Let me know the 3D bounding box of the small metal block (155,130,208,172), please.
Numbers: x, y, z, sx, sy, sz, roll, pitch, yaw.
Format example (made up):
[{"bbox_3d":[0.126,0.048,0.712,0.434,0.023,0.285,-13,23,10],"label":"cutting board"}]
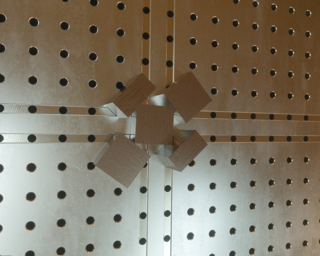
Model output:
[{"bbox_3d":[0.027,0.028,0.409,0.050,0.050,0.025,-44,104,-15],"label":"small metal block"}]

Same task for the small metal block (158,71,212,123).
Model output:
[{"bbox_3d":[0.034,-0.041,0.425,0.050,0.025,0.050,-42,103,-15],"label":"small metal block"}]

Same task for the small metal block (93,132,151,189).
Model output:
[{"bbox_3d":[-0.049,0.040,0.394,0.050,0.025,0.050,40,77,-16],"label":"small metal block"}]

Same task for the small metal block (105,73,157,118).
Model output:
[{"bbox_3d":[-0.037,-0.039,0.385,0.025,0.050,0.050,46,77,-15],"label":"small metal block"}]

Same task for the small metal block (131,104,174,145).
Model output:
[{"bbox_3d":[-0.010,-0.004,0.408,0.050,0.025,0.050,4,88,-19],"label":"small metal block"}]
